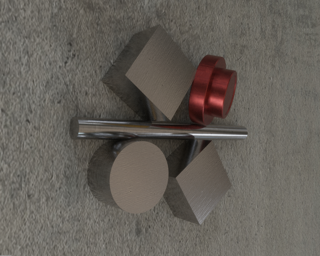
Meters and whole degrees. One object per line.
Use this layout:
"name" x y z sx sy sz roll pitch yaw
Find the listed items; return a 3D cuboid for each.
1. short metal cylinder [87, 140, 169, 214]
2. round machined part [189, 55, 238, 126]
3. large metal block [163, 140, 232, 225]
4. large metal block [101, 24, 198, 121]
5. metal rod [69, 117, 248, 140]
"short metal cylinder" -0.037 0.054 0.361 0.081 0.050 0.079 0 90 -40
"round machined part" 0.078 -0.050 0.432 0.098 0.042 0.097 15 91 -69
"large metal block" 0.045 0.072 0.430 0.080 0.050 0.080 -41 115 -33
"large metal block" -0.010 -0.064 0.380 0.080 0.050 0.080 44 63 -31
"metal rod" 0.023 0.004 0.429 0.302 0.025 0.025 2 89 -40
